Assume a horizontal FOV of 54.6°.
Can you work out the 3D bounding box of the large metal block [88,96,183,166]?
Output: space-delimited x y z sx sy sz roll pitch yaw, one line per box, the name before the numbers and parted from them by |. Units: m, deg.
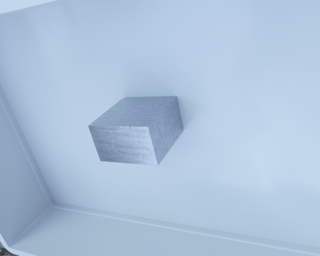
large metal block | -0.027 0.001 0.385 0.080 0.080 0.050 1 119 27
